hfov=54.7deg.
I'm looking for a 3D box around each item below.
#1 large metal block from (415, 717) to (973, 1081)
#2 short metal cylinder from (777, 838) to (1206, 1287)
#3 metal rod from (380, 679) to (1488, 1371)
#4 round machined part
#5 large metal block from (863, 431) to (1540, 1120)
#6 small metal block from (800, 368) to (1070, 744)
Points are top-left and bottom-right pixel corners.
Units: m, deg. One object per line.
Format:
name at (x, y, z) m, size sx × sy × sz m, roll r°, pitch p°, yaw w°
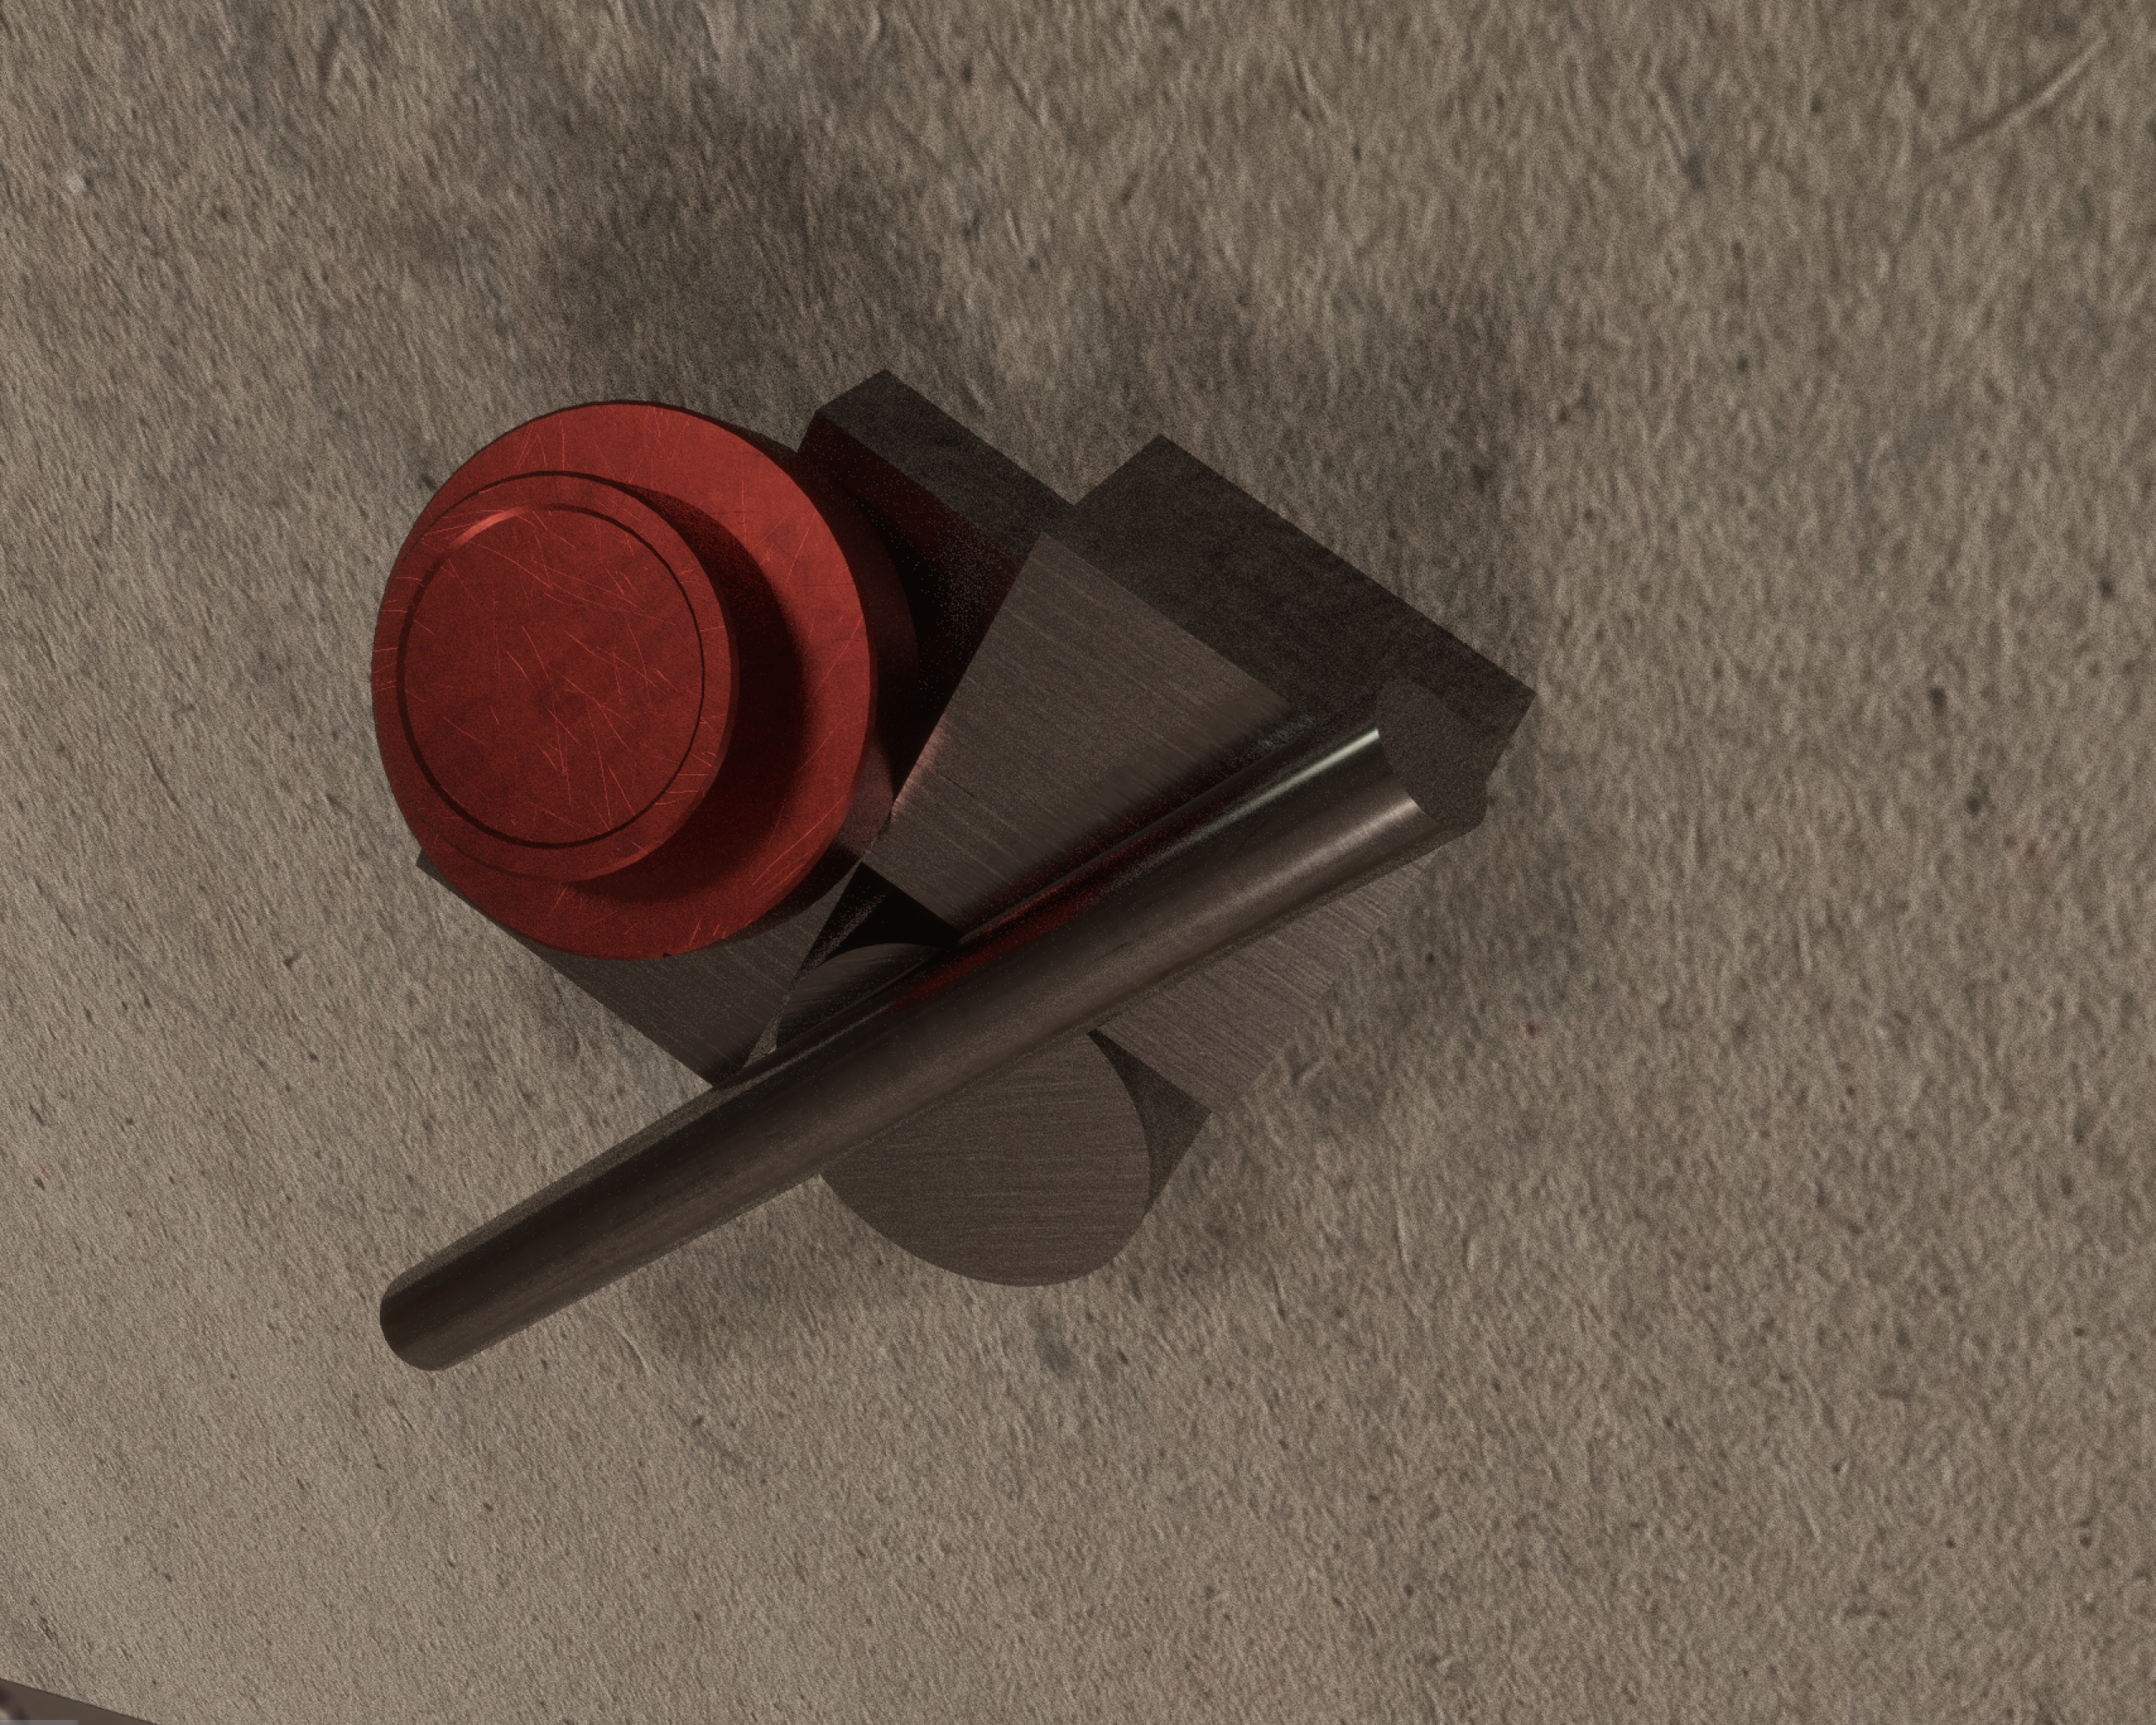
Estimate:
large metal block at (-0.076, -0.014, 0.421) m, size 0.080 × 0.050 × 0.079 m, roll 36°, pitch 129°, yaw 3°
short metal cylinder at (-0.013, 0.038, 0.420) m, size 0.080 × 0.050 × 0.079 m, roll 13°, pitch 124°, yaw 20°
metal rod at (-0.050, 0.045, 0.396) m, size 0.299 × 0.025 × 0.025 m, roll -31°, pitch 101°, yaw 38°
round machined part at (-0.081, -0.031, 0.362) m, size 0.098 × 0.042 × 0.097 m, roll 1°, pitch 93°, yaw 17°
large metal block at (0.021, -0.015, 0.371) m, size 0.080 × 0.050 × 0.079 m, roll 36°, pitch 129°, yaw 4°
small metal block at (-0.031, -0.054, 0.389) m, size 0.050 × 0.025 × 0.050 m, roll 37°, pitch 129°, yaw 3°
